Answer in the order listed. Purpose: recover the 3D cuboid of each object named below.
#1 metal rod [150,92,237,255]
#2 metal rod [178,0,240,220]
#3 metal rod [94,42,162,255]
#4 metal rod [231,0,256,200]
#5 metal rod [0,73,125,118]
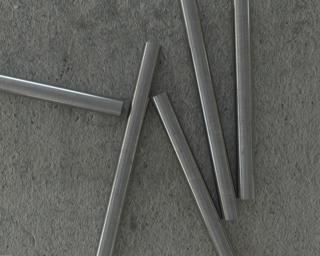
[{"bbox_3d":[0.057,0.095,0.410,0.025,0.025,0.299,-23,90,0],"label":"metal rod"},{"bbox_3d":[0.064,-0.029,0.410,0.025,0.025,0.298,-11,90,0],"label":"metal rod"},{"bbox_3d":[-0.043,0.036,0.409,0.025,0.025,0.298,13,90,0],"label":"metal rod"},{"bbox_3d":[0.110,-0.057,0.410,0.025,0.025,0.298,-2,90,0],"label":"metal rod"},{"bbox_3d":[-0.197,-0.057,0.408,0.302,0.025,0.025,12,90,0],"label":"metal rod"}]
